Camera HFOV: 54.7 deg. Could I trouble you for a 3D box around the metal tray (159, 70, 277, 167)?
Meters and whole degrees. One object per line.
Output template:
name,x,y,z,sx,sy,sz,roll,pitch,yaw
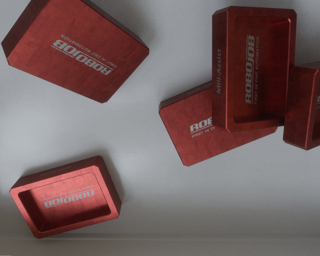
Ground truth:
metal tray,0.074,-0.014,0.404,0.130,0.030,0.090,-23,109,7

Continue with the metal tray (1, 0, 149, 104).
metal tray,-0.084,-0.085,0.334,0.090,0.030,0.131,-46,144,16

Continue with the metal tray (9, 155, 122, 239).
metal tray,-0.132,0.100,0.443,0.131,0.030,0.089,-16,110,5

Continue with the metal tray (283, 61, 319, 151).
metal tray,0.203,-0.034,0.365,0.131,0.030,0.089,-15,113,-29

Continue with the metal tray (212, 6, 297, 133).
metal tray,0.105,-0.065,0.348,0.091,0.030,0.129,-6,102,-21
